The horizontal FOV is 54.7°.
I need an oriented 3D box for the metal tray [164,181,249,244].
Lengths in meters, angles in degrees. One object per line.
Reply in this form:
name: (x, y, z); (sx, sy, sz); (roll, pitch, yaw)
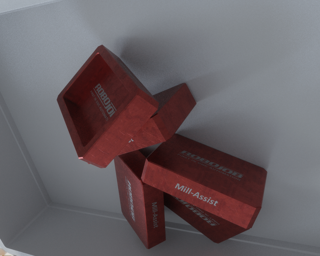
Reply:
metal tray: (0.052, 0.098, 0.425); (0.130, 0.030, 0.089); (36, 142, 3)

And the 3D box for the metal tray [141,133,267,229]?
metal tray: (0.055, 0.056, 0.368); (0.130, 0.090, 0.030); (22, 116, 14)

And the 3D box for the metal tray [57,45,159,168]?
metal tray: (-0.065, -0.029, 0.344); (0.090, 0.130, 0.030); (-48, 132, 9)

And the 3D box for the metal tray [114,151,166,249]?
metal tray: (-0.030, 0.099, 0.451); (0.090, 0.030, 0.129); (38, 140, 48)

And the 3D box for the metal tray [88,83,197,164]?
metal tray: (-0.029, -0.005, 0.377); (0.130, 0.090, 0.030); (-18, 110, 35)
